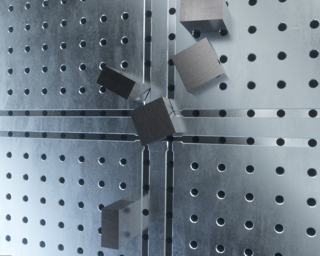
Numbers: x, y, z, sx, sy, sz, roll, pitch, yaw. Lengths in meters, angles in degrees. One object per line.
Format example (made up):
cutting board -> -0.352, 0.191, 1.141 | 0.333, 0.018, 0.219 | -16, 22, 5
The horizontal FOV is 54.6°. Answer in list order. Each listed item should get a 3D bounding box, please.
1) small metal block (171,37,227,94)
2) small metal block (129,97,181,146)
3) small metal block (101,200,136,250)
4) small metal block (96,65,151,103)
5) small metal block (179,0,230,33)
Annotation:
small metal block -> 0.050, -0.078, 0.395 | 0.050, 0.025, 0.050 | -26, 81, 18
small metal block -> -0.006, -0.008, 0.415 | 0.050, 0.025, 0.050 | -23, 83, 18
small metal block -> -0.055, 0.129, 0.419 | 0.025, 0.050, 0.050 | 1, 90, 20
small metal block -> -0.048, -0.058, 0.417 | 0.050, 0.050, 0.025 | 30, 100, 17
small metal block -> 0.056, -0.137, 0.380 | 0.050, 0.050, 0.025 | 4, 91, 20
